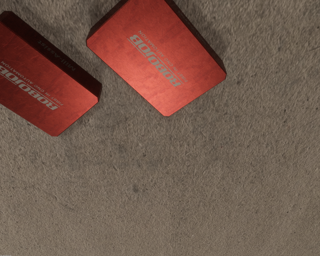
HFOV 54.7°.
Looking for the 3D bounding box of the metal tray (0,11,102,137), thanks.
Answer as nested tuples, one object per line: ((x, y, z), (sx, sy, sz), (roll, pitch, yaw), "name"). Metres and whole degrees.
((-0.145, -0.055, 0.355), (0.090, 0.030, 0.130), (-35, 122, 26), "metal tray")

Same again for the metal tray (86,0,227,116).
((-0.001, -0.080, 0.336), (0.090, 0.030, 0.130), (-33, 123, 25), "metal tray")
